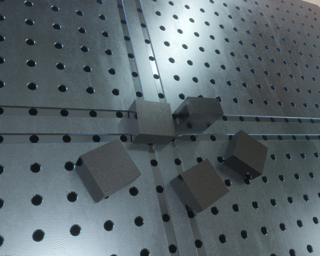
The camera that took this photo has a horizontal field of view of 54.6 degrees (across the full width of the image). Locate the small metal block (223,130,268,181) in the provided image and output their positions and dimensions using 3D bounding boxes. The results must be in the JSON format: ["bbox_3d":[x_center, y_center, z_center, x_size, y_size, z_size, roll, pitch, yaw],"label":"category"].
[{"bbox_3d":[0.125,0.039,0.451,0.050,0.025,0.050,34,51,-6],"label":"small metal block"}]

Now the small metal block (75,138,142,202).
[{"bbox_3d":[-0.058,0.047,0.348,0.050,0.025,0.050,-26,76,-37],"label":"small metal block"}]

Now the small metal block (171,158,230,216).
[{"bbox_3d":[0.051,0.073,0.390,0.050,0.025,0.050,-24,75,-36],"label":"small metal block"}]

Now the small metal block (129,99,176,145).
[{"bbox_3d":[-0.011,-0.007,0.406,0.050,0.025,0.050,5,60,-26],"label":"small metal block"}]

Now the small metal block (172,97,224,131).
[{"bbox_3d":[0.051,-0.018,0.430,0.050,0.050,0.025,1,62,-28],"label":"small metal block"}]
